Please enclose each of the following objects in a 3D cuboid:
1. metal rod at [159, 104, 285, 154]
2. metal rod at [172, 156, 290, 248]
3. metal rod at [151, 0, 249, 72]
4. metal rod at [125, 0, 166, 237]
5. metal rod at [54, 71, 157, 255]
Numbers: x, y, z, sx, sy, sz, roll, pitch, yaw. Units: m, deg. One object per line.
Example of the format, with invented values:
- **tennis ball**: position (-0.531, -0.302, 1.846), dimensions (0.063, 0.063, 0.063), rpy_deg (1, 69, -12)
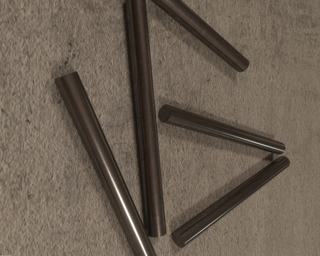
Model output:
- **metal rod**: position (0.119, 0.010, 0.507), dimensions (0.302, 0.025, 0.025), rpy_deg (15, 81, -39)
- **metal rod**: position (0.136, 0.111, 0.521), dimensions (0.302, 0.025, 0.025), rpy_deg (-22, 104, -38)
- **metal rod**: position (0.033, -0.159, 0.433), dimensions (0.301, 0.025, 0.025), rpy_deg (26, 74, -37)
- **metal rod**: position (-0.017, -0.011, 0.392), dimensions (0.025, 0.025, 0.298), rpy_deg (-9, 96, -40)
- **metal rod**: position (-0.048, 0.079, 0.365), dimensions (0.025, 0.025, 0.298), rpy_deg (-33, 111, -35)
